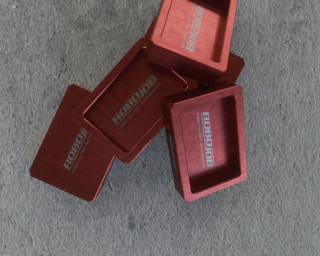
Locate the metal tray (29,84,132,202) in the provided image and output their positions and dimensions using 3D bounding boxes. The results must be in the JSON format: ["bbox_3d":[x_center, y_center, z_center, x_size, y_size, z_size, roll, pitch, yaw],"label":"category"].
[{"bbox_3d":[-0.100,0.019,0.407,0.090,0.030,0.129,25,90,-1],"label":"metal tray"}]

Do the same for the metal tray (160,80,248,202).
[{"bbox_3d":[0.057,0.017,0.375,0.091,0.030,0.129,-17,115,-16],"label":"metal tray"}]

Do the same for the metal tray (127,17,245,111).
[{"bbox_3d":[0.032,-0.076,0.409,0.131,0.030,0.090,27,90,-1],"label":"metal tray"}]

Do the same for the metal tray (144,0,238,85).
[{"bbox_3d":[0.041,-0.125,0.375,0.091,0.030,0.130,20,62,-10],"label":"metal tray"}]

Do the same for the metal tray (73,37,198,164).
[{"bbox_3d":[-0.029,-0.032,0.378,0.090,0.030,0.130,41,90,-1],"label":"metal tray"}]
